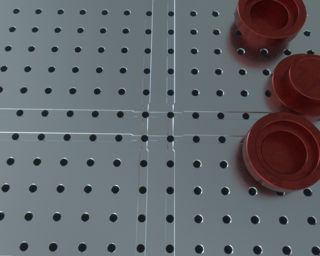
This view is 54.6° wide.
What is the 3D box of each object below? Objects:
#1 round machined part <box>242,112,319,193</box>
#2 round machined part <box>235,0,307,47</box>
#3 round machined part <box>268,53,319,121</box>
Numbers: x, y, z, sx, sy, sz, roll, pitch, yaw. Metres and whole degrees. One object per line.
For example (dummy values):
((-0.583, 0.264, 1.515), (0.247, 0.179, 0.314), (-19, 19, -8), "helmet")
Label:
((0.153, 0.032, 0.392), (0.099, 0.042, 0.098), (0, 70, 0), "round machined part")
((0.161, -0.163, 0.463), (0.099, 0.042, 0.098), (0, 70, 0), "round machined part")
((0.204, -0.062, 0.426), (0.099, 0.042, 0.098), (0, 70, 0), "round machined part")
